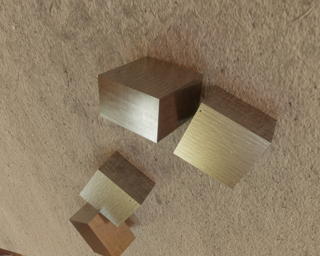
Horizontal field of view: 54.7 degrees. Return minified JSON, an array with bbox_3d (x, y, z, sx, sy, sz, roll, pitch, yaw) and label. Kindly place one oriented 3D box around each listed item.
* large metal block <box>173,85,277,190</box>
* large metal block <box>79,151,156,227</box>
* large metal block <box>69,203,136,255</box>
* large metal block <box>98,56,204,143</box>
[{"bbox_3d":[0.074,0.011,0.358,0.080,0.050,0.079,32,129,7],"label":"large metal block"},{"bbox_3d":[-0.067,0.096,0.486,0.080,0.050,0.080,40,129,1],"label":"large metal block"},{"bbox_3d":[-0.101,0.175,0.539,0.080,0.050,0.080,-14,113,52],"label":"large metal block"},{"bbox_3d":[-0.010,-0.036,0.344,0.080,0.081,0.050,24,128,29],"label":"large metal block"}]
